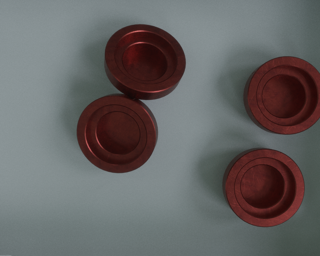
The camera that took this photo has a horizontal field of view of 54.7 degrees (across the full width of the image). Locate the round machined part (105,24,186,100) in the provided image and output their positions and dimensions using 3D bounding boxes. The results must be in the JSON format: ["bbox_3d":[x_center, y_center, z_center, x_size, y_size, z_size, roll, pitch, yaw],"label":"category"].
[{"bbox_3d":[-0.021,-0.078,0.390,0.099,0.042,0.098,5,67,-11],"label":"round machined part"}]

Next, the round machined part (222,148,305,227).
[{"bbox_3d":[0.130,0.074,0.404,0.099,0.042,0.097,0,90,0],"label":"round machined part"}]

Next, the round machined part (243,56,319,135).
[{"bbox_3d":[0.157,-0.041,0.404,0.099,0.042,0.097,0,90,0],"label":"round machined part"}]

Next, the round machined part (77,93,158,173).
[{"bbox_3d":[-0.051,0.004,0.395,0.099,0.042,0.097,1,103,6],"label":"round machined part"}]
